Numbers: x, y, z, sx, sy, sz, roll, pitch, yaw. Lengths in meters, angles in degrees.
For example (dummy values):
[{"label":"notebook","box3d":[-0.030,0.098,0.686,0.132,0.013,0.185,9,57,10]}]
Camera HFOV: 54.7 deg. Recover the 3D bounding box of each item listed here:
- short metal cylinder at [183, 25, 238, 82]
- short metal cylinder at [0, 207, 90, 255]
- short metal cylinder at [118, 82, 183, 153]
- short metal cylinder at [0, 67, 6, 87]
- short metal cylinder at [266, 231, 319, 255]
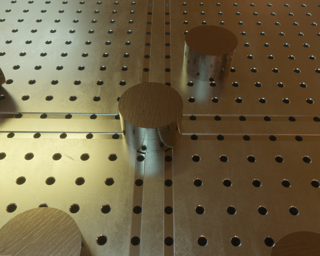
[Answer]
[{"label":"short metal cylinder","box3d":[0.078,-0.119,0.493,0.081,0.050,0.080,0,50,0]},{"label":"short metal cylinder","box3d":[-0.109,0.122,0.288,0.081,0.050,0.080,0,50,0]},{"label":"short metal cylinder","box3d":[-0.011,-0.014,0.403,0.081,0.050,0.080,0,50,0]},{"label":"short metal cylinder","box3d":[-0.269,-0.082,0.437,0.080,0.080,0.050,29,56,22]},{"label":"short metal cylinder","box3d":[0.131,0.140,0.275,0.081,0.050,0.080,0,50,0]}]
